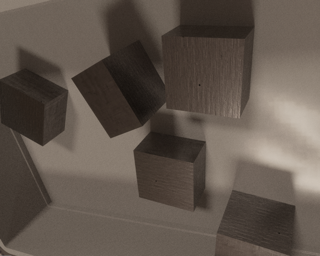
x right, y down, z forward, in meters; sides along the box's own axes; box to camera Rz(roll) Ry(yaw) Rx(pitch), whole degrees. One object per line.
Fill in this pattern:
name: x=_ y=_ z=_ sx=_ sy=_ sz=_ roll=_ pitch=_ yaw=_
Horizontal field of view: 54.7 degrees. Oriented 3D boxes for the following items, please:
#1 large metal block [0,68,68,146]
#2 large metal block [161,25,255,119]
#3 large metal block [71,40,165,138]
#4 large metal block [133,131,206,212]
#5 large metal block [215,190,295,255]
large metal block: x=-0.192 y=-0.032 z=0.471 sx=0.080 sy=0.050 sz=0.079 roll=27 pitch=128 yaw=11
large metal block: x=0.051 y=-0.062 z=0.327 sx=0.080 sy=0.050 sz=0.079 roll=9 pitch=123 yaw=23
large metal block: x=-0.041 y=-0.047 z=0.364 sx=0.050 sy=0.080 sz=0.080 roll=-20 pitch=108 yaw=35
large metal block: x=0.015 y=0.057 z=0.419 sx=0.080 sy=0.050 sz=0.079 roll=10 pitch=123 yaw=22
large metal block: x=0.120 y=0.132 z=0.391 sx=0.080 sy=0.080 sz=0.050 roll=11 pitch=123 yaw=21
